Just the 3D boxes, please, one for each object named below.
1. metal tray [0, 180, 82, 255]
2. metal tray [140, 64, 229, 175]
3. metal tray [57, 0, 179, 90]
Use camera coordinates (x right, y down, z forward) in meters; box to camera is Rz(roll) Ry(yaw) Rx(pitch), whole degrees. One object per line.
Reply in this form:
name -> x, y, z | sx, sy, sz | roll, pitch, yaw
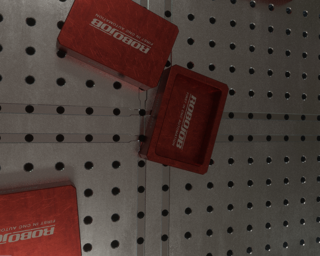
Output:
metal tray -> -0.160, 0.115, 0.351 | 0.131, 0.030, 0.089 | -5, 92, -20
metal tray -> 0.035, -0.010, 0.423 | 0.091, 0.030, 0.129 | 18, 84, -20
metal tray -> -0.051, -0.114, 0.392 | 0.131, 0.030, 0.090 | 24, 82, -19
